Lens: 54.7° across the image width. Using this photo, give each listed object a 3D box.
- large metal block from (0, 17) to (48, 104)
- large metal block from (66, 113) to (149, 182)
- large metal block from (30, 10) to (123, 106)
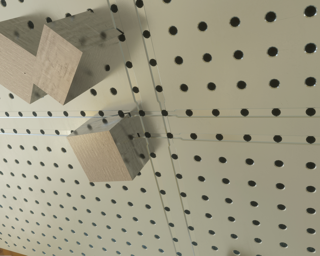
[{"bbox_3d":[-0.191,-0.094,0.435,0.080,0.050,0.079,34,129,5],"label":"large metal block"},{"bbox_3d":[-0.075,0.031,0.452,0.080,0.050,0.080,-8,115,31],"label":"large metal block"},{"bbox_3d":[-0.100,-0.086,0.374,0.050,0.080,0.080,37,129,3],"label":"large metal block"}]
